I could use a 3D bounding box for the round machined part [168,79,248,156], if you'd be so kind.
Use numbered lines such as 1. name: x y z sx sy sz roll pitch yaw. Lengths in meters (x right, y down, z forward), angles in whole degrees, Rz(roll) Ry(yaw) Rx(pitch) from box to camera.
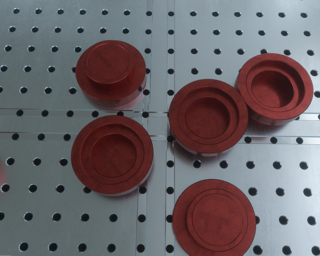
1. round machined part: 0.061 -0.011 0.403 0.098 0.042 0.098 -1 74 4

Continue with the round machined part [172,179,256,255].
1. round machined part: 0.064 0.108 0.364 0.099 0.042 0.098 0 70 0

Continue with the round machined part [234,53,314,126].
1. round machined part: 0.150 -0.049 0.421 0.099 0.042 0.098 0 70 -1

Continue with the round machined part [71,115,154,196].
1. round machined part: -0.057 0.037 0.389 0.099 0.042 0.098 0 70 0

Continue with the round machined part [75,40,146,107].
1. round machined part: -0.069 -0.083 0.433 0.099 0.042 0.098 0 70 0
